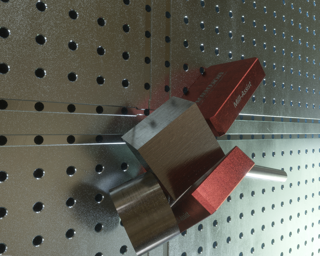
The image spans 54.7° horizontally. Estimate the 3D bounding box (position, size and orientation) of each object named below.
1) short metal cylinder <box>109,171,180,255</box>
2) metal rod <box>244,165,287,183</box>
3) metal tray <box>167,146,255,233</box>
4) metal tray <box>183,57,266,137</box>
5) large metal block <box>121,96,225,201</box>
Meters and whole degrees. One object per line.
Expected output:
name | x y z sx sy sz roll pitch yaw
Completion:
short metal cylinder | -0.018 0.095 0.349 0.050 0.080 0.080 -24 107 -12
metal rod | 0.125 0.067 0.513 0.302 0.025 0.025 14 81 -39
metal tray | 0.054 0.083 0.390 0.030 0.129 0.091 45 56 10
metal tray | 0.077 -0.043 0.430 0.130 0.090 0.030 -50 119 -29
large metal block | 0.016 0.022 0.361 0.080 0.050 0.080 -39 117 -13
